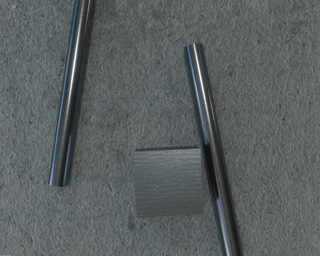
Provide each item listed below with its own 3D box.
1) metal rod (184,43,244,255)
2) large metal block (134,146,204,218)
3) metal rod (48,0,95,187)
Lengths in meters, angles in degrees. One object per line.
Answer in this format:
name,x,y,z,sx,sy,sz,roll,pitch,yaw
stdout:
metal rod,0.073,0.038,0.410,0.025,0.025,0.298,-11,90,0
large metal block,0.010,0.066,0.398,0.081,0.050,0.079,-3,90,-1
metal rod,-0.113,-0.073,0.408,0.025,0.025,0.298,8,90,-1
